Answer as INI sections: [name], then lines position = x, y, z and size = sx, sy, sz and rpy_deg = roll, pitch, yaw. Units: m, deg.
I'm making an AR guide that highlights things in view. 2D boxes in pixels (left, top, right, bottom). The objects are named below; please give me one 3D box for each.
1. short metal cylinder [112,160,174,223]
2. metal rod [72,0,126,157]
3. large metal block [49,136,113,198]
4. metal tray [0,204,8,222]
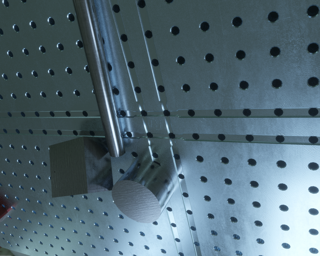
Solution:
[short metal cylinder]
position = -0.025, 0.096, 0.467
size = 0.080, 0.050, 0.079
rpy_deg = 13, 124, 20
[metal rod]
position = -0.082, -0.093, 0.397
size = 0.025, 0.025, 0.298
rpy_deg = 6, 122, 25
[large metal block]
position = -0.121, 0.060, 0.473
size = 0.080, 0.050, 0.080
rpy_deg = -14, 78, 34
[metal tray]
position = -0.443, 0.186, 0.757
size = 0.130, 0.030, 0.090
rpy_deg = 45, 129, -4
